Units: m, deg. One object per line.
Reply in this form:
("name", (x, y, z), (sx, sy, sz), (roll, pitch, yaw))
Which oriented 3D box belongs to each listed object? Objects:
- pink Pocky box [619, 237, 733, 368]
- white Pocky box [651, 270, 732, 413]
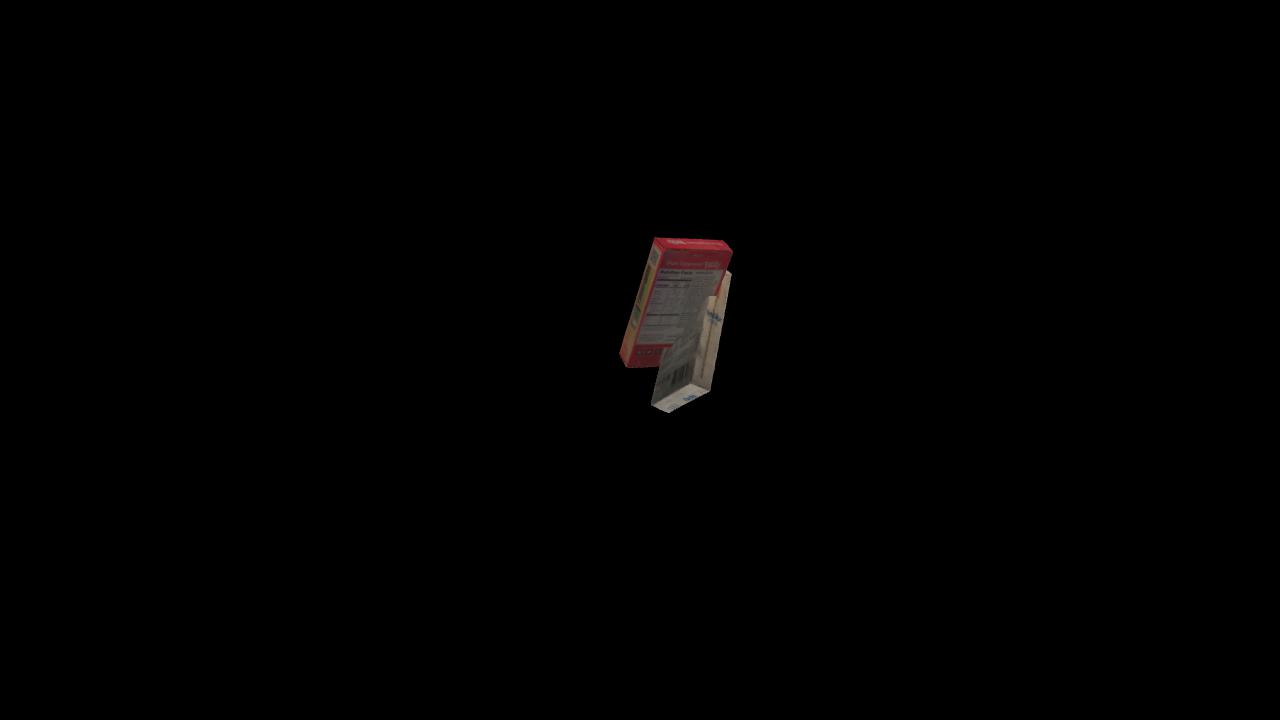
("pink Pocky box", (0.036, -0.059, 0.665), (0.084, 0.155, 0.029), (-4, 41, -27))
("white Pocky box", (0.057, -0.023, 0.678), (0.028, 0.154, 0.084), (25, -31, -18))
